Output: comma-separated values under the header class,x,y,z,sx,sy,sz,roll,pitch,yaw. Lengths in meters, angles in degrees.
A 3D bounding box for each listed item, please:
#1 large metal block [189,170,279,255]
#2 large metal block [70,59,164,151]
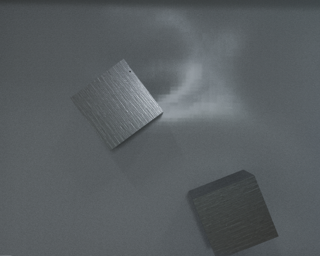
class,x,y,z,sx,sy,sz,roll,pitch,yaw
large metal block,0.092,0.109,0.399,0.080,0.050,0.080,-22,90,0
large metal block,-0.052,-0.028,0.398,0.080,0.050,0.080,-37,90,0
